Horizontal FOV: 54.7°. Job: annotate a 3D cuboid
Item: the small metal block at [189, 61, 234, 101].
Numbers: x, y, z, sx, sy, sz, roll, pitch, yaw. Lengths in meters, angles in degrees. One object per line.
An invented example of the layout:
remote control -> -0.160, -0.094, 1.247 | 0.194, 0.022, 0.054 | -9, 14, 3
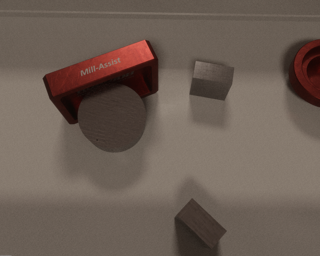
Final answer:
small metal block -> 0.069, -0.063, 0.420 | 0.050, 0.050, 0.025 | 10, 71, 3

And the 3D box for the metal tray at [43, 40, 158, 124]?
metal tray -> -0.068, -0.055, 0.394 | 0.131, 0.090, 0.030 | -22, 72, -8

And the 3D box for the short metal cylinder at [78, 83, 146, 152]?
short metal cylinder -> -0.059, -0.011, 0.393 | 0.081, 0.050, 0.080 | 1, 79, -4

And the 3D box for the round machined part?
round machined part -> 0.228, -0.070, 0.427 | 0.099, 0.042, 0.098 | -1, 69, 3

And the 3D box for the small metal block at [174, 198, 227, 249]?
small metal block -> 0.045, 0.110, 0.357 | 0.050, 0.050, 0.025 | 42, 75, 13
